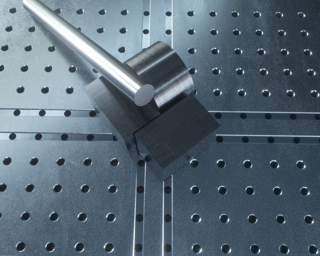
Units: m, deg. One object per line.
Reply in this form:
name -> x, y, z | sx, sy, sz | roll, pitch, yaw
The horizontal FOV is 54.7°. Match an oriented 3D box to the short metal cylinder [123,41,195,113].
short metal cylinder -> -0.003, -0.057, 0.376 | 0.050, 0.080, 0.080 | -35, 74, -12

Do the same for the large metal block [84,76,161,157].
large metal block -> -0.044, -0.018, 0.389 | 0.050, 0.080, 0.080 | -36, 74, -12

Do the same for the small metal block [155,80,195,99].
small metal block -> 0.012, -0.050, 0.431 | 0.050, 0.025, 0.050 | -40, 75, -14

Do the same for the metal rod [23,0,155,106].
metal rod -> -0.108, -0.113, 0.396 | 0.025, 0.025, 0.300 | -40, 54, -13

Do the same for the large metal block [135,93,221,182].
large metal block -> 0.020, 0.015, 0.375 | 0.080, 0.080, 0.050 | -36, 74, -12
